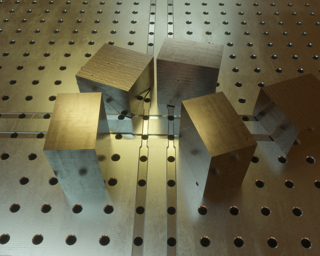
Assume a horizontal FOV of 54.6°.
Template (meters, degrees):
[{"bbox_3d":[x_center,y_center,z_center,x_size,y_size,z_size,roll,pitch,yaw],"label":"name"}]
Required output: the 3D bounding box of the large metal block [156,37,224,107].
[{"bbox_3d":[0.041,-0.074,0.434,0.080,0.080,0.050,11,51,9],"label":"large metal block"}]

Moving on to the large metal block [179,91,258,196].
[{"bbox_3d":[0.061,0.018,0.357,0.050,0.080,0.080,-14,52,-12],"label":"large metal block"}]

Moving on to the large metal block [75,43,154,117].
[{"bbox_3d":[-0.062,-0.072,0.451,0.080,0.050,0.080,18,52,15],"label":"large metal block"}]

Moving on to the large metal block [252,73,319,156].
[{"bbox_3d":[0.184,-0.020,0.409,0.081,0.050,0.080,-17,52,-14],"label":"large metal block"}]

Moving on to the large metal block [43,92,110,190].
[{"bbox_3d":[-0.090,0.016,0.358,0.050,0.080,0.080,-2,50,-1],"label":"large metal block"}]
